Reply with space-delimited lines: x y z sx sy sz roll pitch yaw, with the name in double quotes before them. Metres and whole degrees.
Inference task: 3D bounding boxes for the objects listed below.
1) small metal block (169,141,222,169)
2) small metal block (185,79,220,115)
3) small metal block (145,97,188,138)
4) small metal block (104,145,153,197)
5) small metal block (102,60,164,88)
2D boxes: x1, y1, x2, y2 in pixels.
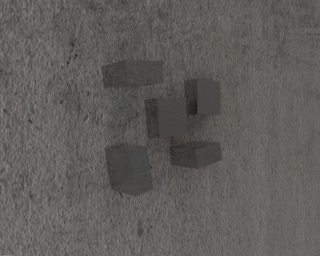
"small metal block" 0.050 0.036 0.430 0.050 0.050 0.025 -12 98 -39
"small metal block" 0.063 -0.044 0.457 0.050 0.025 0.050 0 90 -40
"small metal block" 0.009 -0.014 0.412 0.050 0.025 0.050 -7 95 -40
"small metal block" -0.037 0.047 0.358 0.025 0.050 0.050 -14 99 -39
"small metal block" -0.032 -0.062 0.361 0.050 0.050 0.025 -8 95 -40
